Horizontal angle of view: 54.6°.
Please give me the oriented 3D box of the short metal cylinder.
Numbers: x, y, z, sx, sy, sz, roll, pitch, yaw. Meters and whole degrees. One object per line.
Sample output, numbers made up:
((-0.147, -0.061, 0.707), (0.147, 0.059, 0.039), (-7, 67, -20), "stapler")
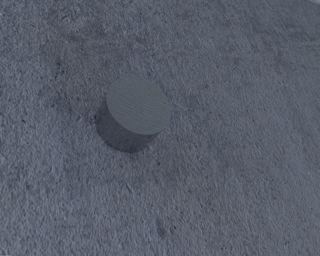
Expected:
((-0.034, -0.016, 0.379), (0.081, 0.050, 0.080), (13, 56, -21), "short metal cylinder")
